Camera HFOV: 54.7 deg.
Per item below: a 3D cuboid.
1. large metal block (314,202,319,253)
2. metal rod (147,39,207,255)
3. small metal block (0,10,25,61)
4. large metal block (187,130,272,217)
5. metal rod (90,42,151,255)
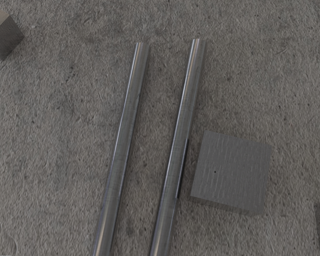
[{"bbox_3d":[0.231,0.126,0.351,0.080,0.050,0.080,2,70,1],"label":"large metal block"},{"bbox_3d":[0.027,0.015,0.402,0.025,0.025,0.299,11,70,4],"label":"metal rod"},{"bbox_3d":[-0.229,-0.132,0.442,0.025,0.050,0.050,29,73,10],"label":"small metal block"},{"bbox_3d":[0.082,0.056,0.375,0.080,0.050,0.080,13,71,5],"label":"large metal block"},{"bbox_3d":[-0.047,0.022,0.399,0.025,0.025,0.299,8,70,3],"label":"metal rod"}]
